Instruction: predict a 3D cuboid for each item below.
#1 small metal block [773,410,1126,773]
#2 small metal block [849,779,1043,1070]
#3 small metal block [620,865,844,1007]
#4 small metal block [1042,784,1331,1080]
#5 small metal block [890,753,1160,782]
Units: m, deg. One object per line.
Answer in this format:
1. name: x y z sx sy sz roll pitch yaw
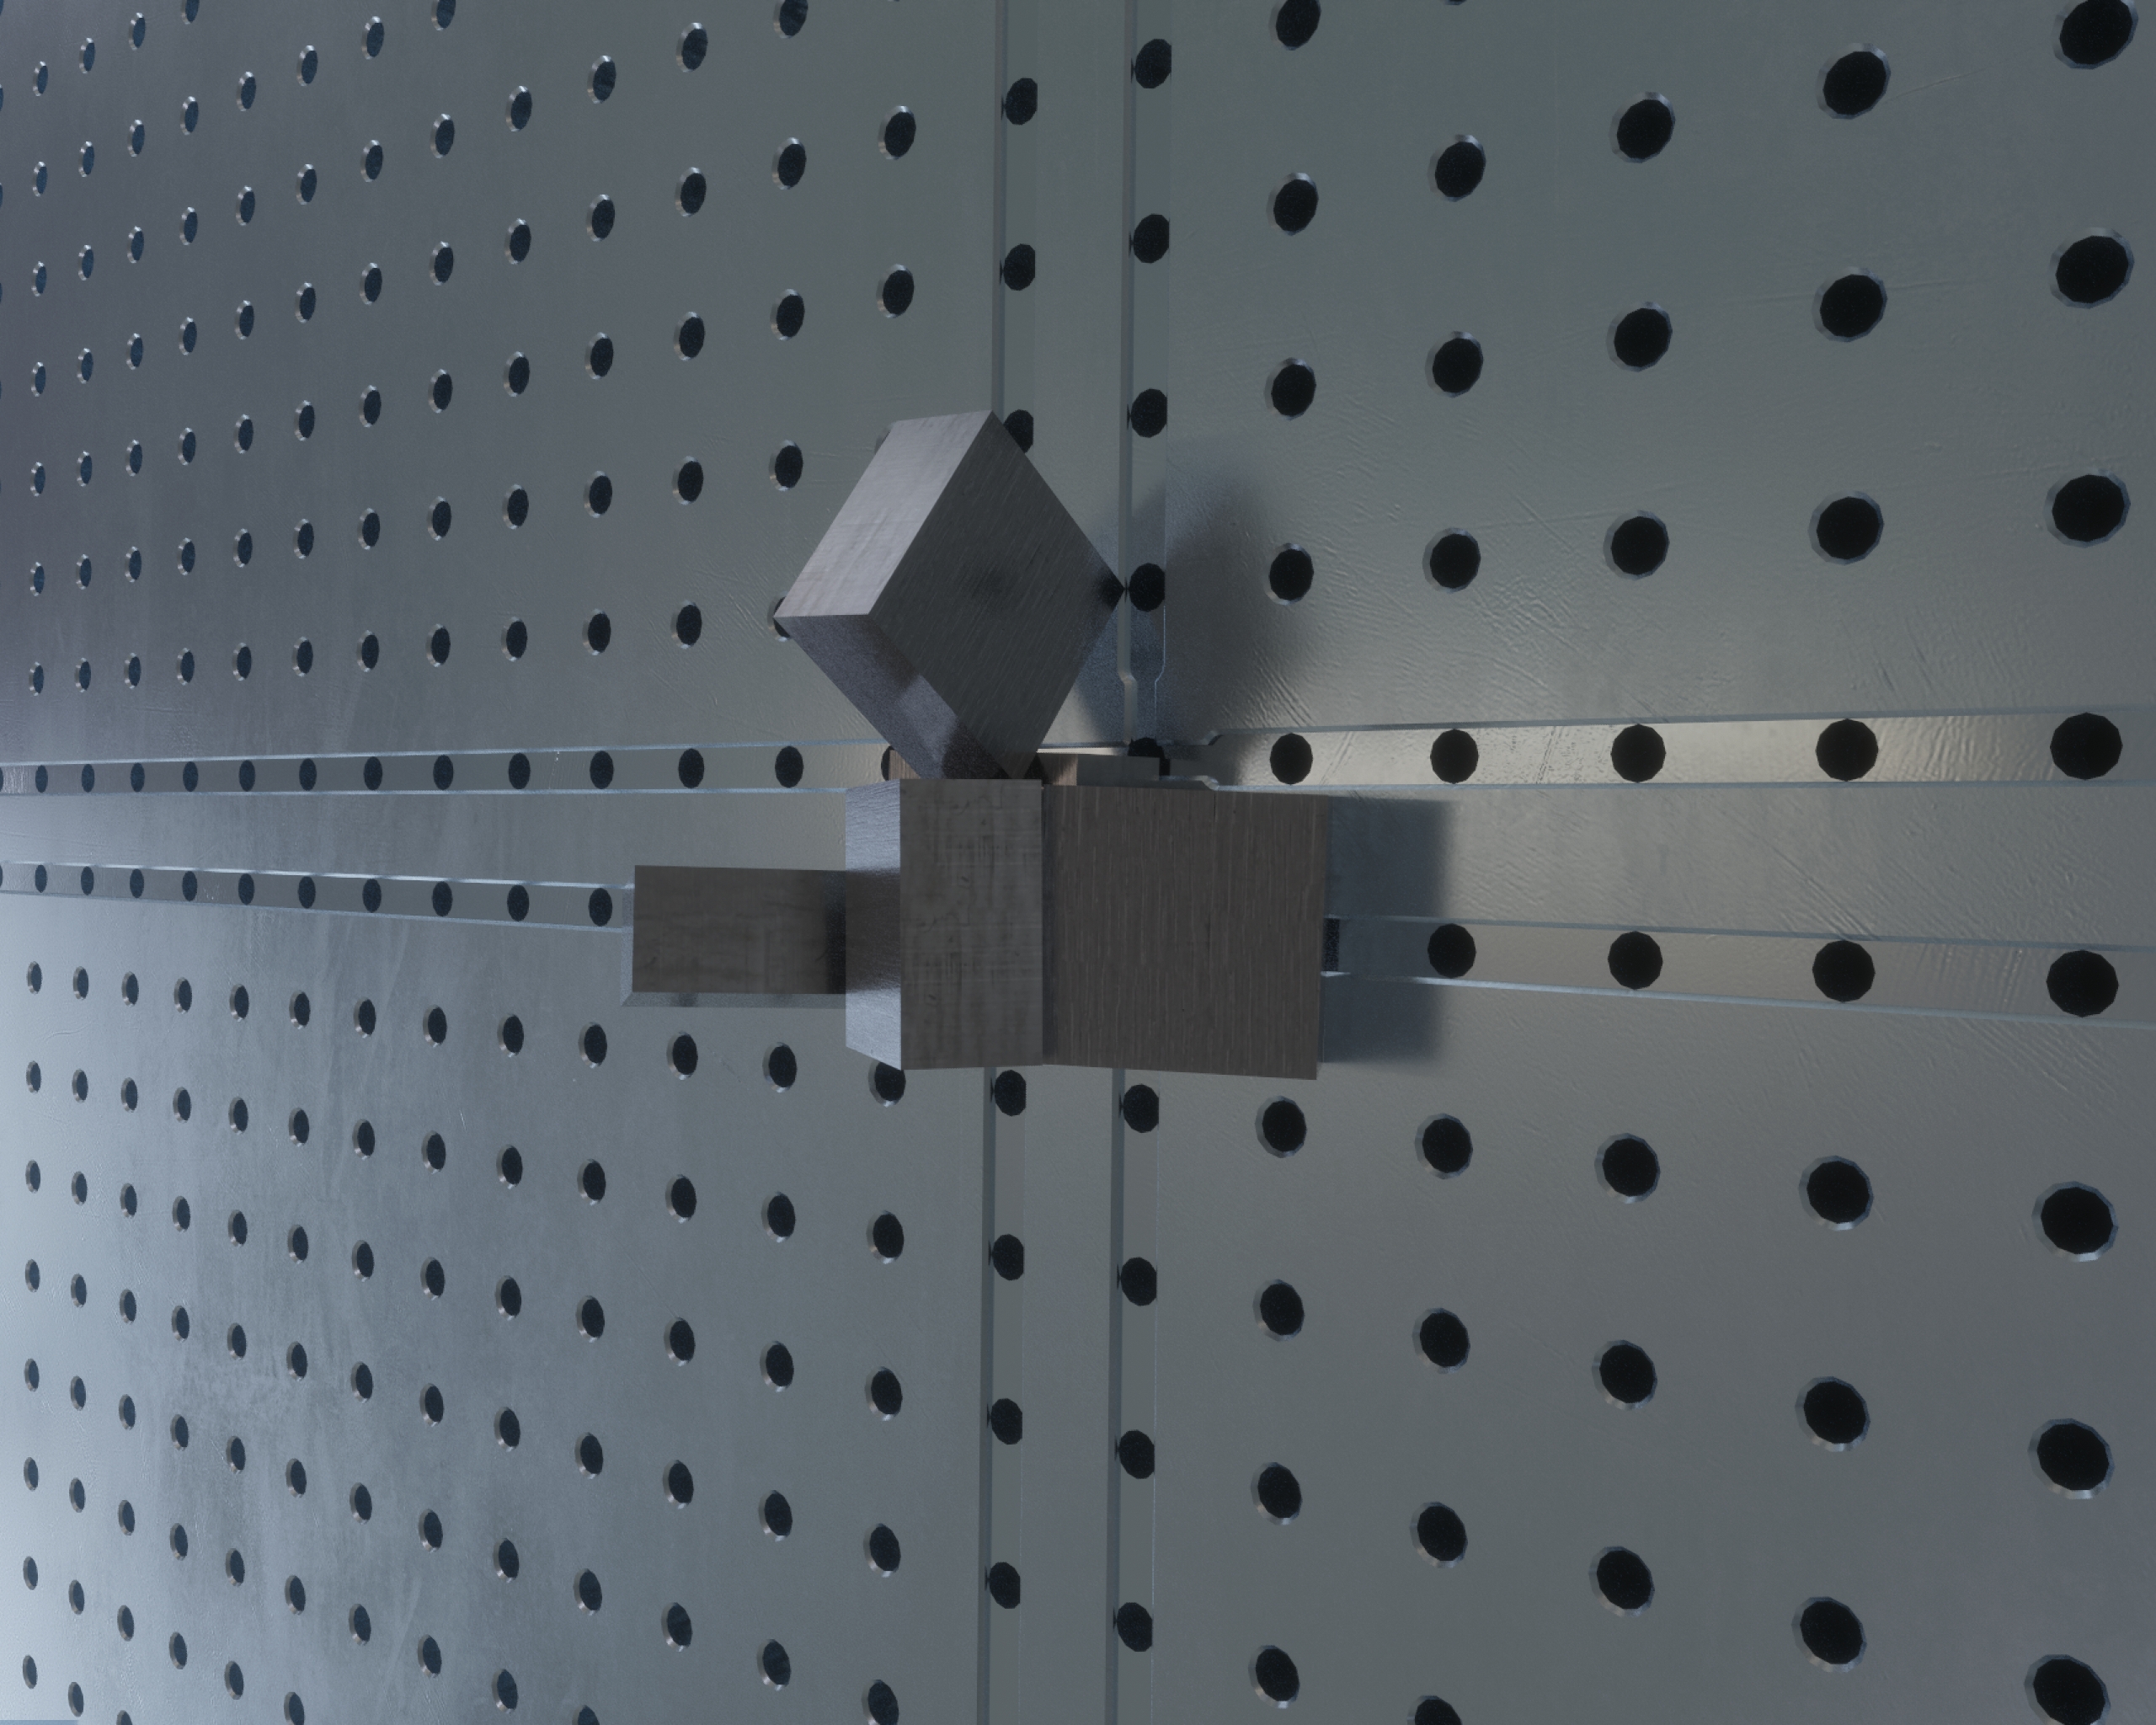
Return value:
1. small metal block: -0.023 -0.050 0.400 0.025 0.050 0.050 4 57 41
2. small metal block: -0.026 0.011 0.384 0.050 0.025 0.050 179 91 -73
3. small metal block: -0.069 0.017 0.438 0.050 0.050 0.025 154 116 -73
4. small metal block: 0.020 0.012 0.380 0.050 0.025 0.050 2 92 9
5. small metal block: -0.012 0.003 0.421 0.050 0.025 0.050 3 92 40
